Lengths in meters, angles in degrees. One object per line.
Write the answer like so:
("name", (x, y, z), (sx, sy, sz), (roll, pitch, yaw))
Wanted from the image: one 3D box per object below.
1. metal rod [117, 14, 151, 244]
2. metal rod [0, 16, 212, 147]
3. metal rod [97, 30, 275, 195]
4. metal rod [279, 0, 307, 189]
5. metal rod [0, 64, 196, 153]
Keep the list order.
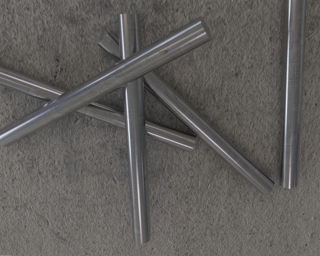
("metal rod", (-0.030, 0.016, 0.387), (0.025, 0.025, 0.298), (-2, 110, 0))
("metal rod", (-0.082, -0.040, 0.353), (0.300, 0.025, 0.025), (-23, 109, 24))
("metal rod", (0.043, -0.011, 0.405), (0.300, 0.025, 0.025), (41, 105, -14))
("metal rod", (0.166, -0.059, 0.389), (0.025, 0.025, 0.298), (-6, 110, 2))
("metal rod", (-0.097, -0.029, 0.397), (0.302, 0.025, 0.025), (20, 109, -8))
